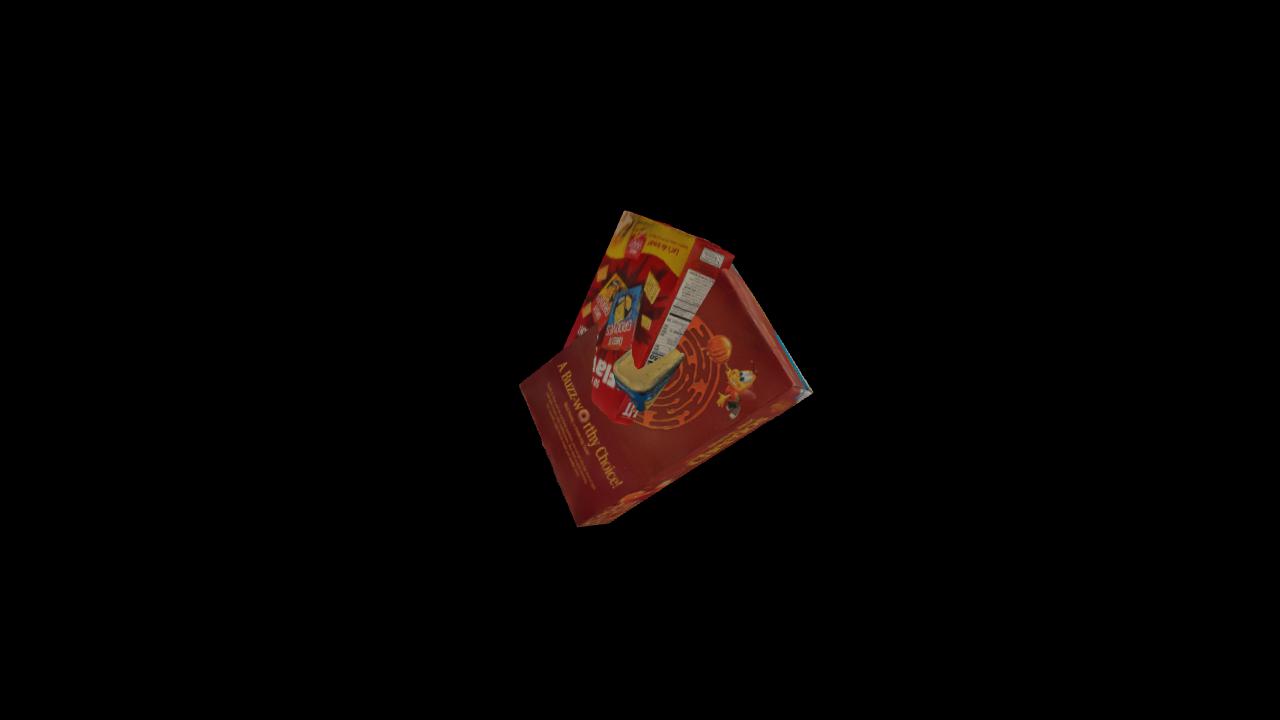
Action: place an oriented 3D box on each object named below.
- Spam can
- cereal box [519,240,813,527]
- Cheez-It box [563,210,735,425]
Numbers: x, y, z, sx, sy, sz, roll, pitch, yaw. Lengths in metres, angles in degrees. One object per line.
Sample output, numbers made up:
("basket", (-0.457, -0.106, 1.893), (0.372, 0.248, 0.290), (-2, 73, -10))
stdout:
("Spam can", (0.019, 0.017, 0.699), (0.058, 0.101, 0.085), (38, -23, 25))
("cereal box", (0.017, 0.033, 0.719), (0.306, 0.203, 0.081), (-37, -25, 19))
("Cheez-It box", (-0.002, -0.051, 0.730), (0.071, 0.223, 0.166), (18, 12, -36))
